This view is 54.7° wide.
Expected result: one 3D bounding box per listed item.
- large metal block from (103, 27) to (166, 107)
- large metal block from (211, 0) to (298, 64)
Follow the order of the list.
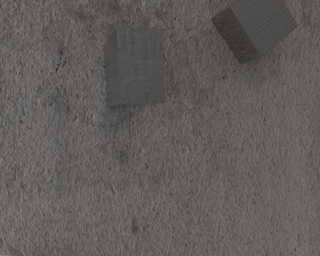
[{"bbox_3d":[-0.033,-0.067,0.367,0.050,0.080,0.079,-3,91,-20],"label":"large metal block"},{"bbox_3d":[0.135,-0.152,0.445,0.080,0.050,0.080,-41,103,-15],"label":"large metal block"}]
